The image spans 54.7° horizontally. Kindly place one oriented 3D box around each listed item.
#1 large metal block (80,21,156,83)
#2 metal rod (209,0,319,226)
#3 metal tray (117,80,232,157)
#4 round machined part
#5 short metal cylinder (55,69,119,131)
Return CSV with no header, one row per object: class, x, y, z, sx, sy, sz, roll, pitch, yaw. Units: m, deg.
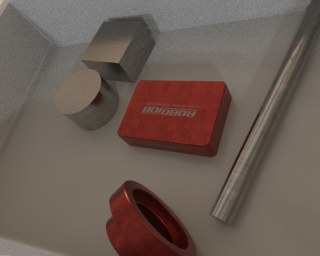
large metal block,-0.066,-0.123,0.498,0.080,0.050,0.080,12,68,33
metal rod,0.133,-0.032,0.354,0.025,0.025,0.300,19,71,35
metal tray,0.018,-0.017,0.402,0.130,0.030,0.090,6,64,30
round machined part,-0.014,0.102,0.303,0.042,0.098,0.098,-46,51,5
short metal cylinder,-0.110,-0.043,0.471,0.080,0.050,0.080,-13,56,20
